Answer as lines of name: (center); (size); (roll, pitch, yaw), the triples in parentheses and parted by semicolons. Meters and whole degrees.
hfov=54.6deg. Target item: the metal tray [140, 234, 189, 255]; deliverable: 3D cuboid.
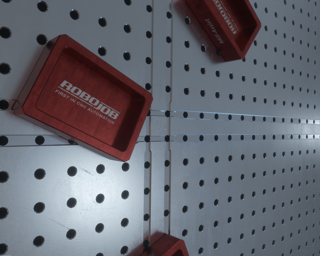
metal tray: (-0.011, 0.212, 0.395); (0.131, 0.030, 0.090); (-29, 108, -36)

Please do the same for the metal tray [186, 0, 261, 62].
metal tray: (0.106, -0.182, 0.492); (0.130, 0.030, 0.090); (46, 62, -30)

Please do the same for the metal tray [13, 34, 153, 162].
metal tray: (-0.076, -0.027, 0.341); (0.130, 0.030, 0.090); (32, 70, -35)
